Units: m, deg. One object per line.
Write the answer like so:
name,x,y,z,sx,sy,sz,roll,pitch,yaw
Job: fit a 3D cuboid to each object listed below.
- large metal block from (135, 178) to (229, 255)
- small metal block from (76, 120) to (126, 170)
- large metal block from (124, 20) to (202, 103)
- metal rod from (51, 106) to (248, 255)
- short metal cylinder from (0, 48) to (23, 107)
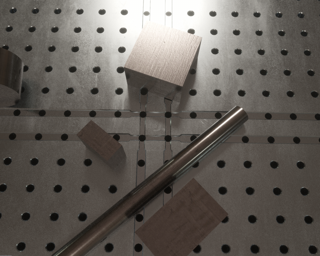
large metal block,0.022,0.107,0.344,0.080,0.080,0.050,-40,75,-13
small metal block,-0.072,0.022,0.389,0.050,0.050,0.025,38,74,12
large metal block,0.005,-0.092,0.432,0.080,0.050,0.080,20,71,6
metal rod,-0.006,0.070,0.386,0.301,0.025,0.025,-38,75,-13
short metal cylinder,-0.224,-0.065,0.404,0.081,0.080,0.050,-4,70,-2
